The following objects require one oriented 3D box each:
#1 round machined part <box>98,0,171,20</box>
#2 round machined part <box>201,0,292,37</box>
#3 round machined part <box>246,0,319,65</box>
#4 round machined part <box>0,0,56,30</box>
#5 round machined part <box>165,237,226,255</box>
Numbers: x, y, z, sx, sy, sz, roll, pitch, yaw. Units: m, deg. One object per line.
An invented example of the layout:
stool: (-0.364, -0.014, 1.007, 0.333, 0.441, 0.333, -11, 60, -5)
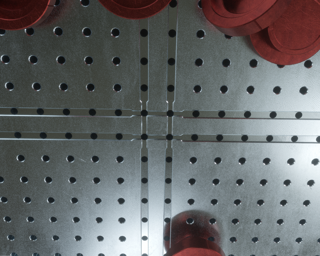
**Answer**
round machined part: (-0.027, -0.171, 0.341, 0.099, 0.042, 0.097, 0, 110, 0)
round machined part: (0.097, -0.143, 0.333, 0.042, 0.098, 0.098, 20, 114, -49)
round machined part: (0.153, -0.122, 0.360, 0.099, 0.042, 0.097, 0, 110, 0)
round machined part: (-0.163, -0.160, 0.344, 0.099, 0.042, 0.097, 0, 110, 0)
round machined part: (0.054, 0.210, 0.482, 0.099, 0.042, 0.097, 0, 110, 0)
